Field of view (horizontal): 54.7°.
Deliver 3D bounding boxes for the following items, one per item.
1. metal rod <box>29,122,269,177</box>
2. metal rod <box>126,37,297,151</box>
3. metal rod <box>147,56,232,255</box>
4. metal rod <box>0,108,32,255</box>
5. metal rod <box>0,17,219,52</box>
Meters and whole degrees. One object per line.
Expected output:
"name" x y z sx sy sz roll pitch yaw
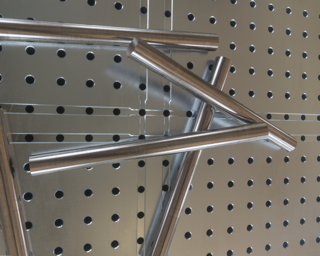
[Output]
"metal rod" -0.003 0.024 0.393 0.302 0.025 0.025 -8 93 -13
"metal rod" 0.088 -0.033 0.419 0.302 0.025 0.025 26 81 -29
"metal rod" 0.042 0.042 0.429 0.025 0.025 0.299 22 82 -19
"metal rod" -0.164 0.127 0.352 0.025 0.025 0.298 -11 94 -20
"metal rod" -0.064 -0.116 0.389 0.303 0.025 0.025 -2 91 -21
